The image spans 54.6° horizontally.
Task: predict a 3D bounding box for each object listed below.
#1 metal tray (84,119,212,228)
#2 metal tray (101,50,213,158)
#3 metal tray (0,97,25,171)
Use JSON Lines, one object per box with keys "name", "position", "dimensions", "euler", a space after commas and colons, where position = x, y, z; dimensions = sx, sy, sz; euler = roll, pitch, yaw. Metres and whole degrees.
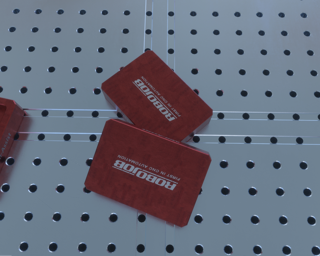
{"name": "metal tray", "position": [-0.014, 0.051, 0.373], "dimensions": [0.130, 0.030, 0.090], "euler": [20, 94, 7]}
{"name": "metal tray", "position": [-0.005, -0.034, 0.422], "dimensions": [0.090, 0.030, 0.130], "euler": [-39, 75, -13]}
{"name": "metal tray", "position": [-0.246, 0.019, 0.400], "dimensions": [0.090, 0.030, 0.130], "euler": [13, 70, 4]}
